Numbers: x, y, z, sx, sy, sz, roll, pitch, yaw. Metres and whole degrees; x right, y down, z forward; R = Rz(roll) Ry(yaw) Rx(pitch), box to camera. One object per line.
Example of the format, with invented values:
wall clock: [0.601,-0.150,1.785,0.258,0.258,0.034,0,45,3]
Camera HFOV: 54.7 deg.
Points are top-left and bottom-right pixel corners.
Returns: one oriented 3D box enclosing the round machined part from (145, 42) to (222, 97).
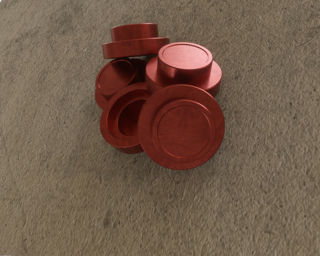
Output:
round machined part: [0.031,-0.075,0.395,0.099,0.042,0.098,2,43,-2]

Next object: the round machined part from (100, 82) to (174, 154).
round machined part: [-0.027,-0.009,0.413,0.098,0.042,0.098,-13,56,20]

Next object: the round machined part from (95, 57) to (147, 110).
round machined part: [-0.057,-0.067,0.465,0.098,0.042,0.098,-13,56,20]

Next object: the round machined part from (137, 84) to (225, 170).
round machined part: [0.024,0.001,0.345,0.098,0.098,0.042,-37,10,3]

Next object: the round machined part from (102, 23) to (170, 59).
round machined part: [-0.035,-0.126,0.451,0.098,0.099,0.042,1,104,28]
